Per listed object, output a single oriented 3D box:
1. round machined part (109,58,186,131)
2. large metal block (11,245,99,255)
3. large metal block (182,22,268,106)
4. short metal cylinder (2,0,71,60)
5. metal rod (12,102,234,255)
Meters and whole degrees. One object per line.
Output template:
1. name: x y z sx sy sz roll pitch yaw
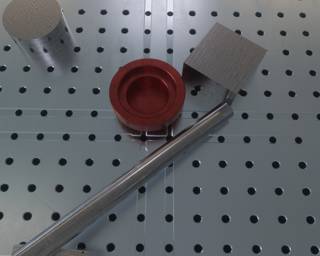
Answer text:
1. round machined part: -0.016 -0.041 0.418 0.099 0.042 0.098 0 70 0
2. large metal block: -0.117 0.172 0.335 0.080 0.050 0.080 4 70 1
3. large metal block: 0.087 -0.086 0.431 0.080 0.050 0.080 34 73 11
4. short metal cylinder: -0.177 -0.147 0.451 0.081 0.050 0.080 0 70 0
5. metal rod: -0.023 0.054 0.363 0.302 0.025 0.025 -35 74 -23
